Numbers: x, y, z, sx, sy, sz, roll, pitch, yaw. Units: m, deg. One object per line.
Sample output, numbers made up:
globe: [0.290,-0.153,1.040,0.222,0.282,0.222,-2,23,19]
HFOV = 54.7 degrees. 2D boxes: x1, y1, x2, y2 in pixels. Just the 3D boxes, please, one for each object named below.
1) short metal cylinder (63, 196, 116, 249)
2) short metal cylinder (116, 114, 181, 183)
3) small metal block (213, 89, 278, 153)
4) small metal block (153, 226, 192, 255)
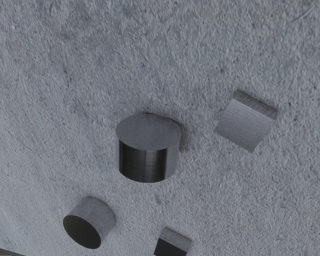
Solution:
short metal cylinder: [-0.127,0.172,0.564,0.080,0.050,0.079,13,124,21]
short metal cylinder: [-0.015,0.024,0.394,0.080,0.080,0.050,17,125,18]
small metal block: [0.096,-0.008,0.351,0.050,0.025,0.050,30,128,9]
small metal block: [0.021,0.201,0.520,0.050,0.025,0.050,23,127,13]
